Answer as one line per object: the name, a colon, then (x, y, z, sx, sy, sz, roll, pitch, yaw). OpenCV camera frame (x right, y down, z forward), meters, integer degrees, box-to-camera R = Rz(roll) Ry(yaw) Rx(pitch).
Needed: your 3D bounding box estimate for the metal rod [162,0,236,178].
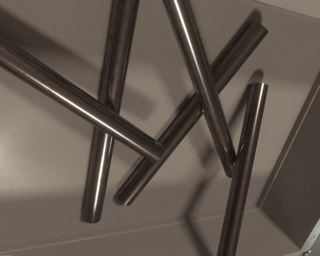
metal rod: (0.064, -0.031, 0.391, 0.025, 0.025, 0.299, -33, 131, -7)

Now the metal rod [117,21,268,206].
metal rod: (0.039, -0.014, 0.423, 0.025, 0.025, 0.299, 31, 101, -38)

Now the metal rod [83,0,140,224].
metal rod: (-0.063, -0.006, 0.371, 0.025, 0.025, 0.298, -1, 119, -28)

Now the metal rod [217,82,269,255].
metal rod: (0.115, 0.082, 0.447, 0.025, 0.025, 0.298, 14, 86, -34)

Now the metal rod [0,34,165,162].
metal rod: (-0.107, -0.043, 0.302, 0.301, 0.025, 0.025, 36, 98, -32)
